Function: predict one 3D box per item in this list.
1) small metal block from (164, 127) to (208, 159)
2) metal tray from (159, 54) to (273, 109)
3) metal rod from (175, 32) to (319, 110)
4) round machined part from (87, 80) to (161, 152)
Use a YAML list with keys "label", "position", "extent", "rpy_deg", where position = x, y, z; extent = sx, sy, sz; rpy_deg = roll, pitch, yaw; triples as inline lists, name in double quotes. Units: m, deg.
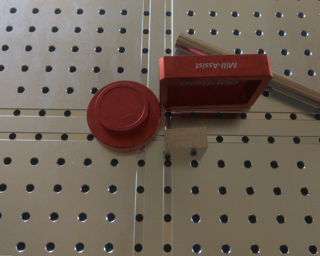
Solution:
- label: "small metal block"
  position: [0.031, 0.020, 0.391]
  extent: [0.050, 0.050, 0.025]
  rpy_deg: [-4, 70, -2]
- label: "metal tray"
  position: [0.065, -0.057, 0.398]
  extent: [0.131, 0.090, 0.030]
  rpy_deg: [-2, 70, -1]
- label: "metal rod"
  position: [0.162, -0.067, 0.438]
  extent: [0.301, 0.025, 0.025]
  rpy_deg: [25, 72, 8]
- label: "round machined part"
  position: [-0.048, -0.020, 0.410]
  extent: [0.099, 0.042, 0.098]
  rpy_deg: [0, 70, -1]
